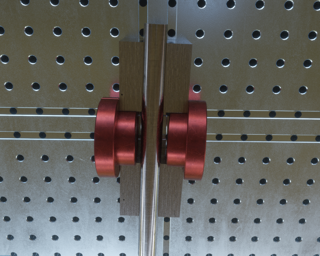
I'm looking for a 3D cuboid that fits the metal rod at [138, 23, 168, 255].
[{"bbox_3d":[-0.011,0.032,0.371,0.025,0.025,0.298,2,110,-1],"label":"metal rod"}]

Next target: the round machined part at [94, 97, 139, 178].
[{"bbox_3d":[-0.049,0.011,0.377,0.042,0.098,0.097,2,110,-1],"label":"round machined part"}]

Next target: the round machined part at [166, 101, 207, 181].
[{"bbox_3d":[0.031,0.014,0.380,0.042,0.098,0.097,3,110,4],"label":"round machined part"}]

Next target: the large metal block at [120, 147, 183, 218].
[{"bbox_3d":[-0.012,0.073,0.426,0.081,0.050,0.079,3,110,-1],"label":"large metal block"}]

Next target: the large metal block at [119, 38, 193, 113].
[{"bbox_3d":[-0.006,-0.065,0.376,0.081,0.050,0.079,2,110,-1],"label":"large metal block"}]
